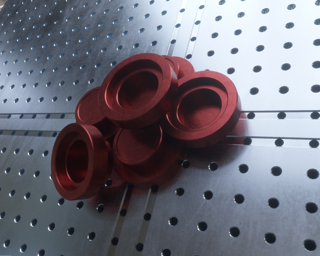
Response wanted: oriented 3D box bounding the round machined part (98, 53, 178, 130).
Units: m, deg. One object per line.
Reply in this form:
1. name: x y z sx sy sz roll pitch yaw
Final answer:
1. round machined part: -0.023 -0.041 0.380 0.098 0.042 0.098 -13 56 21

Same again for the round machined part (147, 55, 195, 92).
1. round machined part: 0.002 -0.063 0.436 0.098 0.042 0.098 -13 56 21

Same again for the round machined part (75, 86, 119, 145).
1. round machined part: -0.085 -0.023 0.457 0.098 0.042 0.098 -13 56 21

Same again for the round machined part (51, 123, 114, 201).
1. round machined part: -0.099 0.044 0.407 0.098 0.042 0.098 -6 80 41

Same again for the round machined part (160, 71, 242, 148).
1. round machined part: 0.051 -0.019 0.382 0.098 0.042 0.098 -13 56 21

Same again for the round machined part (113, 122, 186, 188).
1. round machined part: -0.020 0.023 0.394 0.098 0.042 0.098 -13 56 21
